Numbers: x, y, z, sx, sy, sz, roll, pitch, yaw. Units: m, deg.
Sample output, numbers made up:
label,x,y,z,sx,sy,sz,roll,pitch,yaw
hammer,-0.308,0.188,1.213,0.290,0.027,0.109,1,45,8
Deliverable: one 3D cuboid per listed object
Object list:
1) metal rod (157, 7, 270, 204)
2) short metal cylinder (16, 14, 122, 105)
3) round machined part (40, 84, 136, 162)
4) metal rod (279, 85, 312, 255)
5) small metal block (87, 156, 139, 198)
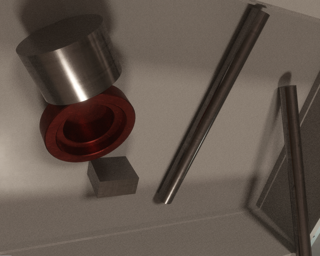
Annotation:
label,x,y,z,sx,sy,sz,roll,pitch,yaw
metal rod,0.067,-0.018,0.435,0.025,0.025,0.298,12,112,-34
short metal cylinder,-0.082,-0.065,0.289,0.080,0.080,0.050,-27,128,-12
round machined part,-0.080,-0.011,0.338,0.099,0.042,0.097,-22,143,-17
metal rod,0.223,0.080,0.506,0.025,0.025,0.298,-13,100,-22
small metal block,-0.061,0.062,0.398,0.050,0.050,0.025,-1,119,-29
